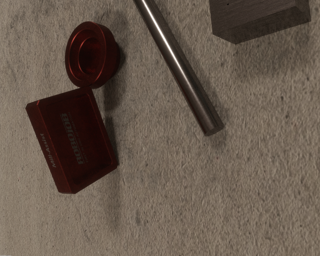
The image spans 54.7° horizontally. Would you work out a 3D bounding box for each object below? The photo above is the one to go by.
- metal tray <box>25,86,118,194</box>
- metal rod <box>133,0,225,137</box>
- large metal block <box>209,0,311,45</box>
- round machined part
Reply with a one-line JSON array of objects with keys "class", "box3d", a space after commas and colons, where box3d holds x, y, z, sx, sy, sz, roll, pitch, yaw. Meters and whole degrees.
[{"class": "metal tray", "box3d": [-0.118, 0.015, 0.432, 0.030, 0.091, 0.129, -9, 103, 39]}, {"class": "metal rod", "box3d": [0.001, -0.124, 0.401, 0.025, 0.025, 0.299, -39, 67, 33]}, {"class": "large metal block", "box3d": [0.096, -0.138, 0.308, 0.080, 0.050, 0.080, -9, 85, 39]}, {"class": "round machined part", "box3d": [-0.099, -0.108, 0.473, 0.098, 0.042, 0.097, 0, 90, 39]}]
